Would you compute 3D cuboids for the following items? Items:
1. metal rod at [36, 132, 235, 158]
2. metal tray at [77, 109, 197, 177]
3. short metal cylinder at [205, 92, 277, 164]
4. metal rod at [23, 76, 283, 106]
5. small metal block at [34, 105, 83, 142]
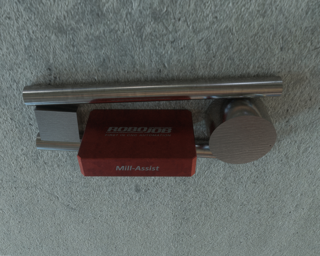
[{"bbox_3d":[-0.014,0.025,0.430,0.302,0.025,0.025,3,130,-3],"label":"metal rod"},{"bbox_3d":[-0.025,0.016,0.377,0.131,0.090,0.030,0,130,0],"label":"metal tray"},{"bbox_3d":[0.099,0.000,0.393,0.081,0.050,0.079,0,130,0],"label":"short metal cylinder"},{"bbox_3d":[-0.009,-0.044,0.371,0.302,0.025,0.025,-2,130,1],"label":"metal rod"},{"bbox_3d":[-0.129,-0.009,0.400,0.050,0.025,0.050,3,130,-3],"label":"small metal block"}]
